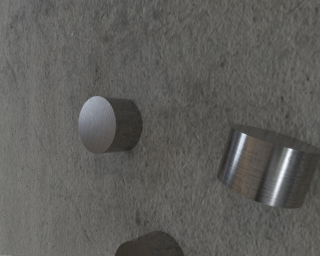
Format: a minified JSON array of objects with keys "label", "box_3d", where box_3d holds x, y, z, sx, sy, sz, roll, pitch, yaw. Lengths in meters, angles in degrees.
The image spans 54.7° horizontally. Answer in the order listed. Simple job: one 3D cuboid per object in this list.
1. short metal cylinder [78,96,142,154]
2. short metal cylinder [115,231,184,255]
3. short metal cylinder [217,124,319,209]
[{"label":"short metal cylinder","box_3d":[-0.072,-0.004,0.446,0.080,0.050,0.079,0,90,39]},{"label":"short metal cylinder","box_3d":[-0.013,0.179,0.398,0.080,0.050,0.079,0,90,39]},{"label":"short metal cylinder","box_3d":[0.099,0.032,0.287,0.080,0.081,0.050,23,104,37]}]
